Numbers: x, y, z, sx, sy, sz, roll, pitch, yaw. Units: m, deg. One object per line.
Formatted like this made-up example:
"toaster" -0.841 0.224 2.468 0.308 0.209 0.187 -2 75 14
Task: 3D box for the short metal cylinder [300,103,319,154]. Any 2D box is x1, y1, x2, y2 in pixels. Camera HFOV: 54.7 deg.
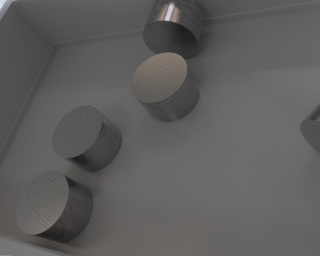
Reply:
"short metal cylinder" 0.177 0.002 0.276 0.050 0.080 0.080 -46 51 -4

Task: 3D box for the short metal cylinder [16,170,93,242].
"short metal cylinder" -0.134 0.101 0.399 0.080 0.050 0.080 -13 56 21

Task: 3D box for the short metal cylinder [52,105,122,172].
"short metal cylinder" -0.101 0.015 0.434 0.080 0.050 0.080 -13 56 21

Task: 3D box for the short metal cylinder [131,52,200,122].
"short metal cylinder" 0.008 -0.055 0.419 0.080 0.050 0.080 -13 56 21

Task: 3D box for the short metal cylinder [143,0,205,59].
"short metal cylinder" 0.021 -0.144 0.448 0.080 0.080 0.050 2 63 29
